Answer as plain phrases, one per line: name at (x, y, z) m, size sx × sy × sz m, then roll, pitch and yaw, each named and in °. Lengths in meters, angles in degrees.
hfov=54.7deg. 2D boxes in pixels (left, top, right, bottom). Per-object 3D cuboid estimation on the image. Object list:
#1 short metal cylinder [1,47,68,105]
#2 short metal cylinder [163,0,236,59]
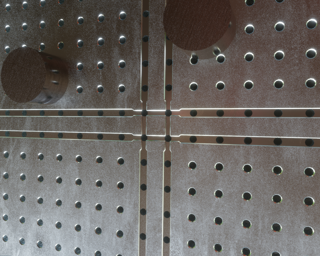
short metal cylinder at (-0.187, -0.076, 0.463) m, size 0.080 × 0.050 × 0.079 m, roll 0°, pitch 90°, yaw 19°
short metal cylinder at (0.050, -0.129, 0.381) m, size 0.080 × 0.050 × 0.079 m, roll 0°, pitch 90°, yaw 19°
